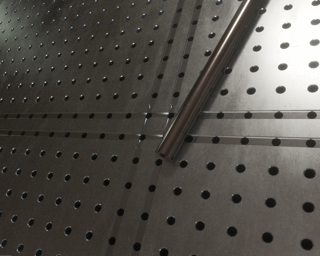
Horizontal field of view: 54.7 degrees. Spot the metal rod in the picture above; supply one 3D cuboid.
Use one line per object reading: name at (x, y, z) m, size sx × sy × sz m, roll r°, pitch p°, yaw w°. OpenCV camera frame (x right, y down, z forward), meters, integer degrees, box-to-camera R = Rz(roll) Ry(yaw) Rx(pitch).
metal rod at (0.079, -0.090, 0.421) m, size 0.025 × 0.025 × 0.300 m, roll 20°, pitch 72°, yaw 35°
